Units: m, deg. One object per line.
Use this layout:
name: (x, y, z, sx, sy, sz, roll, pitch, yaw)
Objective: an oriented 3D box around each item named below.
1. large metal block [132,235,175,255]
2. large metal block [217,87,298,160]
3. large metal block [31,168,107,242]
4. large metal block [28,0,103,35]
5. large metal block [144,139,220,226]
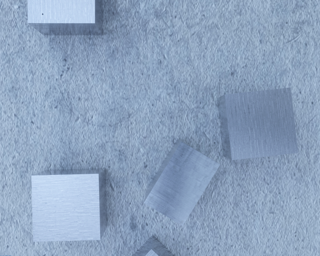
large metal block: (-0.009, 0.202, 0.397, 0.080, 0.050, 0.080, 44, 90, 0)
large metal block: (0.122, -0.005, 0.398, 0.080, 0.050, 0.080, -6, 90, 0)
large metal block: (-0.113, 0.096, 0.397, 0.081, 0.050, 0.080, -1, 90, 0)
large metal block: (-0.118, -0.166, 0.396, 0.081, 0.050, 0.080, 0, 90, 0)
large metal block: (0.024, 0.061, 0.383, 0.050, 0.080, 0.080, 31, 90, 0)
